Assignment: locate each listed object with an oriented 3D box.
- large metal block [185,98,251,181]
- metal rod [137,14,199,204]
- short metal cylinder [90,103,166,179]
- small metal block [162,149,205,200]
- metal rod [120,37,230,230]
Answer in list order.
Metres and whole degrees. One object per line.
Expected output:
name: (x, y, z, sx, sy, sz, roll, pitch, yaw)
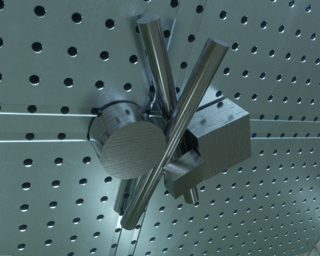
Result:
large metal block: (0.081, 0.016, 0.444, 0.081, 0.050, 0.080, -25, 128, -14)
metal rod: (0.020, 0.000, 0.417, 0.025, 0.025, 0.298, -25, 128, -13)
short metal cylinder: (-0.040, 0.016, 0.378, 0.081, 0.050, 0.079, -14, 125, -21)
small metal block: (0.033, 0.064, 0.423, 0.050, 0.025, 0.050, -30, 144, -19)
metal rod: (0.007, 0.026, 0.402, 0.025, 0.025, 0.298, 6, 123, -32)
